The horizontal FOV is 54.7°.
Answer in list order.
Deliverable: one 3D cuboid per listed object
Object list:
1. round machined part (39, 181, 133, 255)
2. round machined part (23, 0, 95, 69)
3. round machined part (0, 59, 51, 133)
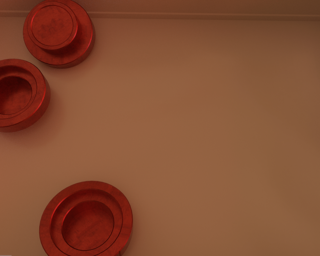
[{"bbox_3d":[-0.079,0.113,0.349,0.099,0.042,0.098,2,52,-2],"label":"round machined part"},{"bbox_3d":[-0.145,-0.136,0.436,0.099,0.042,0.097,0,87,0],"label":"round machined part"},{"bbox_3d":[-0.195,-0.040,0.414,0.099,0.042,0.098,0,70,0],"label":"round machined part"}]
